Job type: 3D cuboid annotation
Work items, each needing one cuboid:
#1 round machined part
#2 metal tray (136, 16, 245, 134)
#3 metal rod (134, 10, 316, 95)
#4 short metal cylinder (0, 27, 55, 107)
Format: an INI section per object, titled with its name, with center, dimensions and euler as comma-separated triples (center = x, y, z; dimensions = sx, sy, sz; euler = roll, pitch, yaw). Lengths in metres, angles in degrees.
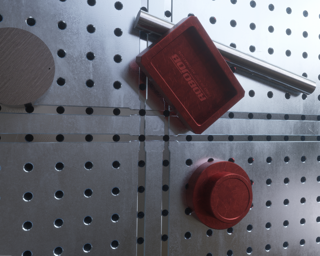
[round machined part]
center = 0.091, 0.096, 0.439
dimensions = 0.099, 0.042, 0.097
euler = 0, 90, -21
[metal tray]
center = 0.042, -0.067, 0.410
dimensions = 0.090, 0.030, 0.130
euler = -41, 110, -5
[metal rod]
center = 0.107, -0.104, 0.453
dimensions = 0.302, 0.025, 0.025
euler = 15, 85, -20
[short metal cylinder]
center = -0.159, -0.063, 0.341
dimensions = 0.081, 0.050, 0.079
euler = 0, 90, -20
